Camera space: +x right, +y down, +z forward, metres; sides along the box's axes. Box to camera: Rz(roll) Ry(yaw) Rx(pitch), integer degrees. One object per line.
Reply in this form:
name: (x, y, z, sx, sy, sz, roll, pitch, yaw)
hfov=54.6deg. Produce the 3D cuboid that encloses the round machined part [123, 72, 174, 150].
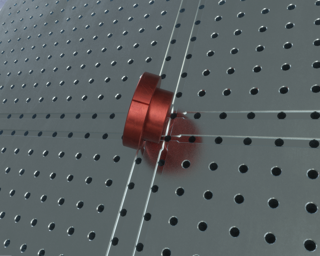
round machined part: (-0.012, -0.018, 0.392, 0.042, 0.098, 0.098, 17, 67, 2)
